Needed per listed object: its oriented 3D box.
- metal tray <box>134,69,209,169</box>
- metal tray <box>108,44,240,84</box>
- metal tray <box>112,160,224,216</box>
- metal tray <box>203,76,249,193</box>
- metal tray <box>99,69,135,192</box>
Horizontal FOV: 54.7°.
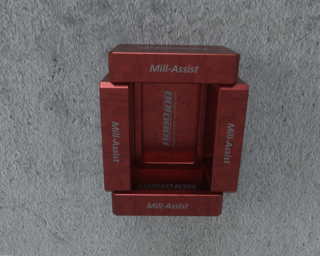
[{"bbox_3d":[0.013,-0.010,0.405,0.091,0.030,0.129,1,110,-1],"label":"metal tray"},{"bbox_3d":[0.014,-0.074,0.349,0.131,0.090,0.030,1,110,-1],"label":"metal tray"},{"bbox_3d":[0.009,0.075,0.404,0.131,0.090,0.030,1,110,-1],"label":"metal tray"},{"bbox_3d":[0.075,0.001,0.377,0.030,0.090,0.129,1,110,-1],"label":"metal tray"},{"bbox_3d":[-0.048,0.000,0.375,0.030,0.090,0.129,1,110,-1],"label":"metal tray"}]
